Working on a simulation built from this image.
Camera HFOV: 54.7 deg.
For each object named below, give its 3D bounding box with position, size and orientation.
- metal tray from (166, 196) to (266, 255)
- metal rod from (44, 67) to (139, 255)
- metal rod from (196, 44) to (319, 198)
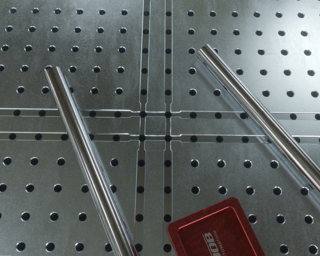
[{"bbox_3d":[0.072,0.156,0.352,0.091,0.030,0.130,-21,72,-8],"label":"metal tray"},{"bbox_3d":[-0.088,0.048,0.392,0.025,0.025,0.299,-24,72,-9],"label":"metal rod"},{"bbox_3d":[0.150,0.002,0.412,0.025,0.025,0.299,-34,74,-12],"label":"metal rod"}]
